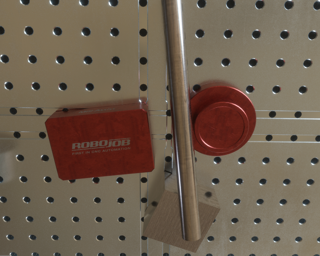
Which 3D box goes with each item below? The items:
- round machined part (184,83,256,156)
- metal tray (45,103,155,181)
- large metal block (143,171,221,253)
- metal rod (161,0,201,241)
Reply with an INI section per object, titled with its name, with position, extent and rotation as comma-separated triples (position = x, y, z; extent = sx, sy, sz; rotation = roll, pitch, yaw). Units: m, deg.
[round machined part]
position = 0.076, -0.007, 0.402
extent = 0.099, 0.042, 0.097
rotation = 0, 110, 0
[metal tray]
position = -0.077, 0.019, 0.417
extent = 0.131, 0.030, 0.089
rotation = -6, 110, 2
[large metal block]
position = 0.028, 0.120, 0.445
extent = 0.080, 0.050, 0.079
rotation = 21, 109, -8
[metal rod]
position = 0.027, -0.006, 0.380
extent = 0.025, 0.025, 0.298
rotation = -5, 98, 2
